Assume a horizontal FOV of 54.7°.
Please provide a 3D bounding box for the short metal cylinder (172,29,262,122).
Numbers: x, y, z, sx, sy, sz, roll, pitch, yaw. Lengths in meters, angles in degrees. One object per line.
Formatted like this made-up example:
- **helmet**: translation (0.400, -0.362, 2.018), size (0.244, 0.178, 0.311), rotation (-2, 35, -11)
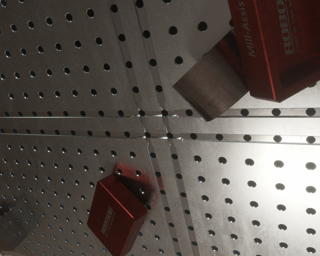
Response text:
- **short metal cylinder**: translation (0.059, -0.052, 0.312), size (0.050, 0.080, 0.080), rotation (46, 129, -4)

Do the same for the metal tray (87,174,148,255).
- **metal tray**: translation (-0.076, 0.152, 0.523), size (0.090, 0.030, 0.129), rotation (40, 131, 24)

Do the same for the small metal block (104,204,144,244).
- **small metal block**: translation (-0.064, 0.170, 0.548), size (0.050, 0.025, 0.050), rotation (38, 129, 2)

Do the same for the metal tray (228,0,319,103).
- **metal tray**: translation (0.105, -0.097, 0.253), size (0.030, 0.091, 0.129), rotation (26, 140, 61)

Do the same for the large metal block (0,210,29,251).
- **large metal block**: translation (-0.380, 0.246, 0.743), size (0.080, 0.050, 0.080), rotation (-14, 112, 33)
